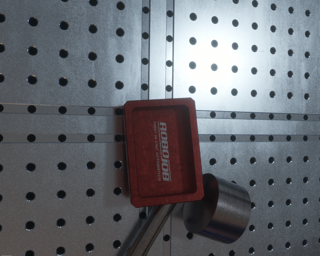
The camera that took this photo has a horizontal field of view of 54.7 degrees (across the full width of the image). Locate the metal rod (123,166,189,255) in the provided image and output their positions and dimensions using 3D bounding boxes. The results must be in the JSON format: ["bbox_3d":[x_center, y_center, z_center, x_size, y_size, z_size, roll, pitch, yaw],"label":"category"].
[{"bbox_3d":[-0.044,0.182,0.396,0.025,0.025,0.300,36,78,-17],"label":"metal rod"}]

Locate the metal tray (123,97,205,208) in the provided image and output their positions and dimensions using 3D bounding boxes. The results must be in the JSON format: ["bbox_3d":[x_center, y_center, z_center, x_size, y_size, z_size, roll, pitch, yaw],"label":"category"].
[{"bbox_3d":[0.003,0.029,0.394,0.091,0.030,0.129,-4,84,-10],"label":"metal tray"}]

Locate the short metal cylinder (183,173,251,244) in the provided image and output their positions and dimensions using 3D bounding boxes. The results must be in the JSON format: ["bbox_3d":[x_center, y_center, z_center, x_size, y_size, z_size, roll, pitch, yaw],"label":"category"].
[{"bbox_3d":[0.074,0.106,0.411,0.050,0.080,0.080,24,82,-19],"label":"short metal cylinder"}]
